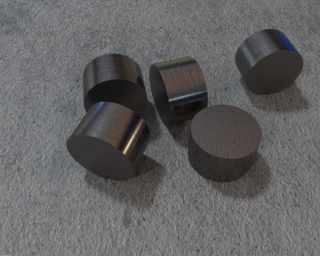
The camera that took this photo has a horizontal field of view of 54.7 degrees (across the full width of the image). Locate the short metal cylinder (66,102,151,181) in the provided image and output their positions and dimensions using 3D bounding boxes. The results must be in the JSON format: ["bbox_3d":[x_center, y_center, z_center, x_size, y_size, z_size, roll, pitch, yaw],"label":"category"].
[{"bbox_3d":[-0.057,0.016,0.353,0.080,0.080,0.050,15,52,12],"label":"short metal cylinder"}]

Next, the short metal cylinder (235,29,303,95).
[{"bbox_3d":[0.156,-0.094,0.447,0.081,0.080,0.050,-8,51,-6],"label":"short metal cylinder"}]

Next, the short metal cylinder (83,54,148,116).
[{"bbox_3d":[-0.060,-0.050,0.409,0.081,0.080,0.050,-8,51,-7],"label":"short metal cylinder"}]

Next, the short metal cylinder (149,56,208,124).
[{"bbox_3d":[0.023,-0.050,0.409,0.050,0.080,0.080,-16,52,-13],"label":"short metal cylinder"}]

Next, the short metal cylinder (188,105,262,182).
[{"bbox_3d":[0.075,0.018,0.372,0.080,0.050,0.080,0,50,0],"label":"short metal cylinder"}]
